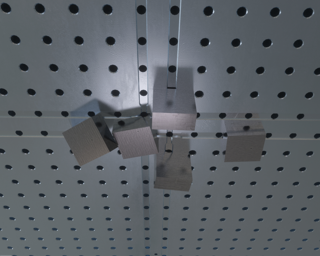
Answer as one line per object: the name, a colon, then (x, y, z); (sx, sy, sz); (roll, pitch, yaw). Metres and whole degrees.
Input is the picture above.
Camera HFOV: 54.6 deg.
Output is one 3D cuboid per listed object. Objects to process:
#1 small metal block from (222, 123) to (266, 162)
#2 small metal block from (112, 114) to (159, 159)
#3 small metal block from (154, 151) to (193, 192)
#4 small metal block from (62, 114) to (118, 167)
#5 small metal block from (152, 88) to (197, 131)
small metal block: (0.115, 0.020, 0.430); (0.050, 0.025, 0.050); (-2, 130, 1)
small metal block: (-0.032, 0.013, 0.422); (0.050, 0.025, 0.050); (-10, 130, 8)
small metal block: (0.018, 0.062, 0.448); (0.050, 0.050, 0.025); (7, 130, -6)
small metal block: (-0.092, 0.016, 0.409); (0.050, 0.025, 0.050); (-26, 93, 21)
small metal block: (0.016, -0.023, 0.375); (0.050, 0.050, 0.025); (2, 130, -2)
